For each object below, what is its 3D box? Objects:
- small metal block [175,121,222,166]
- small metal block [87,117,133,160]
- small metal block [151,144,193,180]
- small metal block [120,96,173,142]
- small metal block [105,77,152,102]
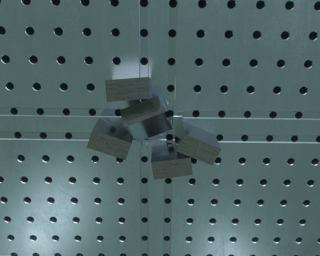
[{"bbox_3d":[0.048,0.019,0.407,0.050,0.050,0.025,23,109,-8],"label":"small metal block"},{"bbox_3d":[-0.062,0.013,0.404,0.050,0.050,0.025,19,109,-7],"label":"small metal block"},{"bbox_3d":[0.015,0.043,0.416,0.050,0.050,0.025,-7,110,2],"label":"small metal block"},{"bbox_3d":[-0.016,-0.010,0.395,0.050,0.025,0.050,-21,153,7],"label":"small metal block"},{"bbox_3d":[-0.037,-0.047,0.380,0.050,0.050,0.025,-4,97,1],"label":"small metal block"}]
